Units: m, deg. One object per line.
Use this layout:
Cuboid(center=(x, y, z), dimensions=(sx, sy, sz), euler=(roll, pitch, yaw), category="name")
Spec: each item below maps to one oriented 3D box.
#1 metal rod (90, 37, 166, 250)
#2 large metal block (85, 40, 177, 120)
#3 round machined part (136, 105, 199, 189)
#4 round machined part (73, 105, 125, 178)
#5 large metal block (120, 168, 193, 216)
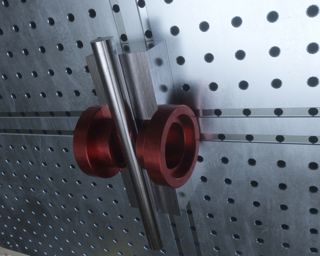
Cuboid(center=(-0.032, 0.039, 0.387), dimensions=(0.025, 0.025, 0.298), euler=(2, 120, 27), category="metal rod")
Cuboid(center=(-0.033, -0.057, 0.376), dimensions=(0.080, 0.050, 0.079), euler=(2, 120, 27), category="large metal block")
Cuboid(center=(0.008, 0.020, 0.372), dimensions=(0.042, 0.099, 0.097), euler=(5, 121, 32), category="round machined part")
Cuboid(center=(-0.064, 0.017, 0.408), dimensions=(0.042, 0.098, 0.097), euler=(2, 119, 27), category="round machined part")
Cuboid(center=(-0.004, 0.072, 0.441), dimensions=(0.080, 0.050, 0.079), euler=(3, 120, 27), category="large metal block")
